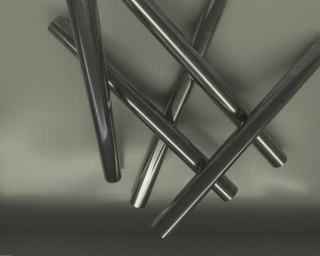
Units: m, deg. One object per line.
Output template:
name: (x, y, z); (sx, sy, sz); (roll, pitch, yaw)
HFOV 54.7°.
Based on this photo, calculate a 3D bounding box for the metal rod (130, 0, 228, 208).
metal rod: (0.018, -0.023, 0.403); (0.025, 0.025, 0.298); (18, 109, -7)

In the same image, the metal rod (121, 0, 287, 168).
metal rod: (0.065, -0.049, 0.371); (0.025, 0.025, 0.300); (-41, 114, 13)

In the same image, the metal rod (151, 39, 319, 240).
metal rod: (0.100, 0.011, 0.370); (0.025, 0.025, 0.300); (43, 87, -14)

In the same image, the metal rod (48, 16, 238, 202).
metal rod: (-0.016, -0.019, 0.381); (0.300, 0.025, 0.025); (44, 104, -6)

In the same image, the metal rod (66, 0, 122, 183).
metal rod: (-0.066, -0.036, 0.330); (0.025, 0.025, 0.298); (0, 136, 0)
